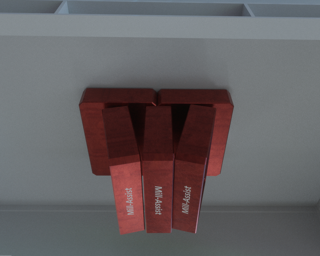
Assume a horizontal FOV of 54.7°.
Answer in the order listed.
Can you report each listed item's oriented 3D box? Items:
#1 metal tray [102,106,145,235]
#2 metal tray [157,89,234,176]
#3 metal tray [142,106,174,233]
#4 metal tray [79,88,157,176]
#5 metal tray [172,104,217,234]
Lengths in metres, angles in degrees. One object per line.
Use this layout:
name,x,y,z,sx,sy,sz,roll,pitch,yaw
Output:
metal tray,-0.042,0.051,0.364,0.030,0.090,0.129,-8,131,-10
metal tray,0.041,0.010,0.413,0.091,0.030,0.129,0,130,-1
metal tray,-0.002,0.050,0.366,0.030,0.090,0.129,0,128,0
metal tray,-0.050,0.010,0.410,0.091,0.030,0.129,0,130,-1
metal tray,0.039,0.049,0.364,0.030,0.090,0.129,9,131,11
